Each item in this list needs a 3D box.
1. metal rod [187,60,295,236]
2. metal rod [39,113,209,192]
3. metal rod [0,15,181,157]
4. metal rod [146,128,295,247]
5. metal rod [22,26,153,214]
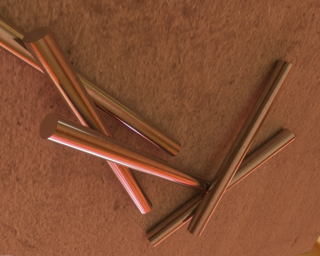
[{"bbox_3d":[0.120,0.037,0.479,0.025,0.025,0.298,19,103,-36],"label":"metal rod"},{"bbox_3d":[-0.015,0.045,0.389,0.025,0.025,0.301,-51,141,8],"label":"metal rod"},{"bbox_3d":[-0.075,-0.038,0.342,0.025,0.025,0.301,-49,129,6],"label":"metal rod"},{"bbox_3d":[0.105,0.099,0.527,0.301,0.025,0.025,-36,130,-5],"label":"metal rod"},{"bbox_3d":[-0.063,0.020,0.364,0.025,0.025,0.299,-31,135,-9],"label":"metal rod"}]
